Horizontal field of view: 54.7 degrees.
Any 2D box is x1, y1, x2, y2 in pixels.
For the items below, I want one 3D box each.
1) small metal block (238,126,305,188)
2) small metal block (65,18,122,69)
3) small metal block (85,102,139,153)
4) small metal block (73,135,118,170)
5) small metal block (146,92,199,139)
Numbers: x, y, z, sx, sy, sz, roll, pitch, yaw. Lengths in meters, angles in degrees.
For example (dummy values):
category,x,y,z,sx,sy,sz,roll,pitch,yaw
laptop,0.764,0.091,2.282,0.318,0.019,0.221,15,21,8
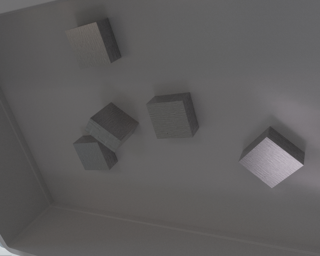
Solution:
category,x,y,z,sx,sy,sz,roll,pitch,yaw
small metal block,0.130,0.035,0.362,0.050,0.025,0.050,38,129,2
small metal block,-0.083,-0.105,0.388,0.050,0.025,0.050,-4,117,30
small metal block,-0.065,-0.002,0.426,0.050,0.050,0.025,37,129,4
small metal block,-0.101,0.039,0.486,0.050,0.025,0.050,-5,116,30
small metal block,0.016,-0.015,0.391,0.050,0.025,0.050,-3,117,29
